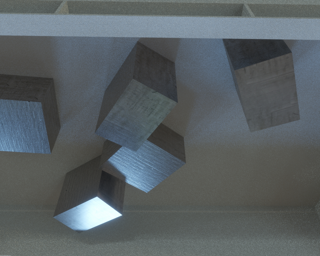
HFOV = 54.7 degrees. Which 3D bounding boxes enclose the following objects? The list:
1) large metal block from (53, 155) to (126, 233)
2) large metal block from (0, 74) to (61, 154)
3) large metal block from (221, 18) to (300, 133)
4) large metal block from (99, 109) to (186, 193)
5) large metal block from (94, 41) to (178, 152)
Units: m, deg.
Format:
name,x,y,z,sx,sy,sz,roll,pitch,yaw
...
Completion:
name,x,y,z,sx,sy,sz,roll,pitch,yaw
large metal block,-0.099,0.094,0.452,0.080,0.080,0.050,-28,125,21
large metal block,-0.172,-0.017,0.377,0.081,0.050,0.079,4,130,-4
large metal block,0.104,-0.056,0.326,0.050,0.080,0.080,-16,128,13
large metal block,-0.023,0.033,0.420,0.080,0.050,0.080,33,123,-25
large metal block,-0.026,-0.035,0.343,0.050,0.080,0.080,27,125,-21
